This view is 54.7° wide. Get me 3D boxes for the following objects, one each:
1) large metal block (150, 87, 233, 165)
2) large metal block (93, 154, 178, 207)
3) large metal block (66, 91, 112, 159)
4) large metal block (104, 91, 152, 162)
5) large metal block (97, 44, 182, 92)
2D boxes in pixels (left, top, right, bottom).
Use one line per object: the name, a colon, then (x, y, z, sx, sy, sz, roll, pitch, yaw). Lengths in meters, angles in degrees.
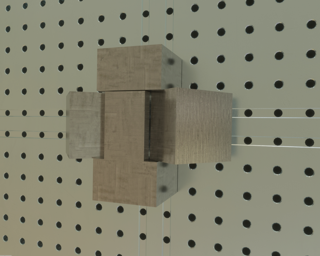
large metal block: (0.037, -0.002, 0.361, 0.050, 0.081, 0.079, 1, 90, 57)
large metal block: (-0.028, 0.061, 0.391, 0.080, 0.080, 0.050, 1, 91, 19)
large metal block: (-0.096, -0.004, 0.409, 0.050, 0.080, 0.079, 0, 91, -20)
large metal block: (-0.027, -0.002, 0.391, 0.050, 0.080, 0.079, 1, 91, 20)
large metal block: (-0.023, -0.068, 0.389, 0.080, 0.080, 0.050, 1, 91, 19)
